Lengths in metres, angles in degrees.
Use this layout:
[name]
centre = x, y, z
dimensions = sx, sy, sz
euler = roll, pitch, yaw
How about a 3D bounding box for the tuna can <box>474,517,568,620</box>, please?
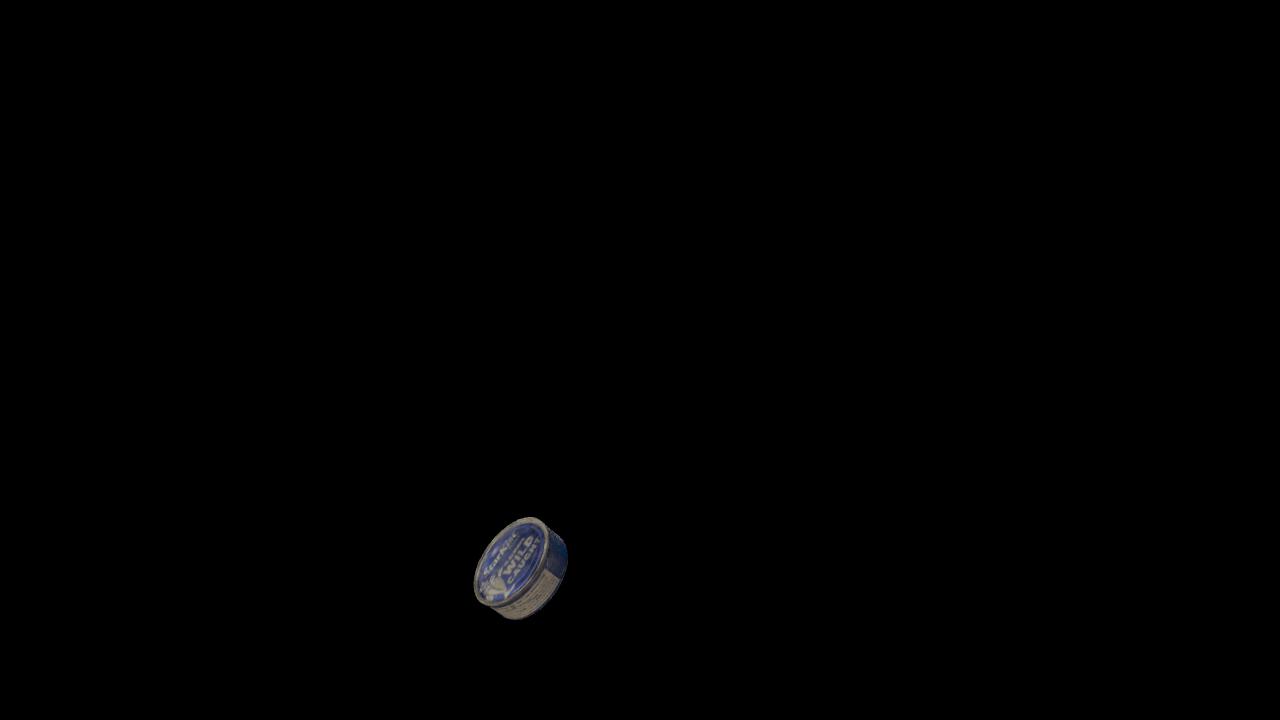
[tuna can]
centre = -0.106, 0.186, 0.550
dimensions = 0.084, 0.084, 0.034
euler = 0, -41, 46
